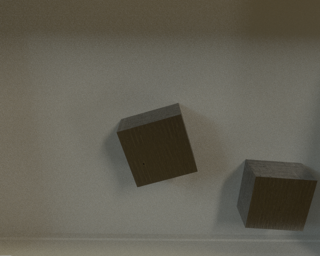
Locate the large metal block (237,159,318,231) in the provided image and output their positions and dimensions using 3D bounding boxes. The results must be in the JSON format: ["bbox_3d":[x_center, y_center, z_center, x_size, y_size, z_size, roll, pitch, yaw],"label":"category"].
[{"bbox_3d":[0.159,0.093,0.434,0.081,0.050,0.079,4,110,-2],"label":"large metal block"}]

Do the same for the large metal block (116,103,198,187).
[{"bbox_3d":[-0.002,0.022,0.406,0.080,0.050,0.080,-16,110,5],"label":"large metal block"}]
